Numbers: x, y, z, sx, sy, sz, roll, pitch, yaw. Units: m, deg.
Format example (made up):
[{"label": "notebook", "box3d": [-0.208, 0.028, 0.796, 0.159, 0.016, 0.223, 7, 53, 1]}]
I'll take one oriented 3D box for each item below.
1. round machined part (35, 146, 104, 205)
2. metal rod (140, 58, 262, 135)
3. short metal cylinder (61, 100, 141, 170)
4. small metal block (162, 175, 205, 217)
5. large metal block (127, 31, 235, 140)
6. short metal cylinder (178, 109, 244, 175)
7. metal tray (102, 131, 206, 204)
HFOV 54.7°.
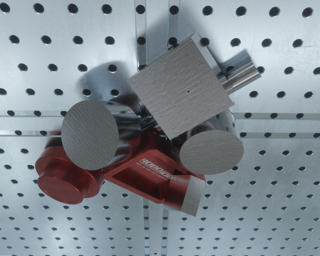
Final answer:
[{"label": "round machined part", "box3d": [-0.134, 0.074, 0.445, 0.098, 0.042, 0.097, 11, 137, 11]}, {"label": "metal rod", "box3d": [-0.009, -0.001, 0.413, 0.300, 0.025, 0.025, -30, 124, 23]}, {"label": "short metal cylinder", "box3d": [-0.070, 0.007, 0.373, 0.080, 0.050, 0.079, 2, 94, 25]}, {"label": "small metal block", "box3d": [0.033, 0.094, 0.437, 0.025, 0.050, 0.050, 27, 160, -23]}, {"label": "large metal block", "box3d": [0.025, -0.046, 0.341, 0.080, 0.050, 0.080, -30, 105, 23]}, {"label": "short metal cylinder", "box3d": [0.065, 0.017, 0.409, 0.081, 0.050, 0.079, 0, 130, 0]}, {"label": "metal tray", "box3d": [-0.006, 0.062, 0.442, 0.090, 0.030, 0.130, -30, 137, 23]}]
